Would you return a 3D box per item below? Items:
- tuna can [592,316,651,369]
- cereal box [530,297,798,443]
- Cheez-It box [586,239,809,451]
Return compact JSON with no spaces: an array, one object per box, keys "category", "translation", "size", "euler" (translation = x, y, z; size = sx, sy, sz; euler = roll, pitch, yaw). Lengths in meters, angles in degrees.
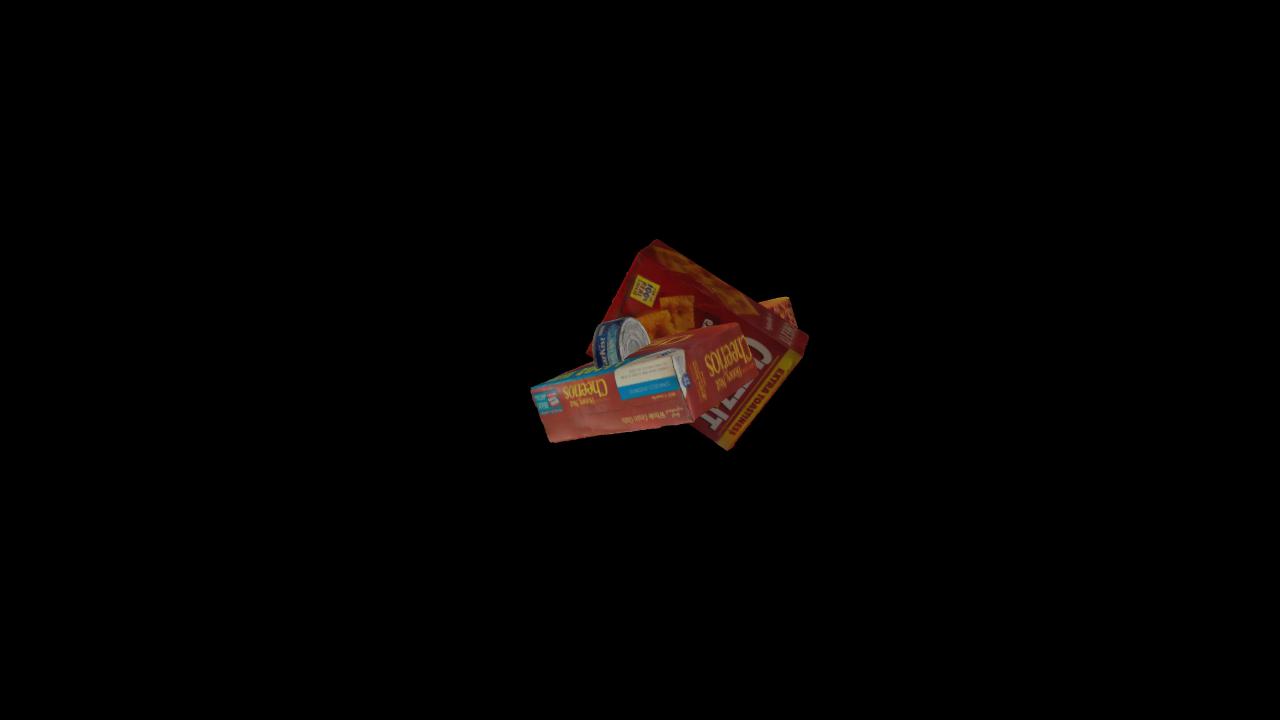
[{"category":"tuna can","translation":[-0.016,-0.004,0.670],"size":[0.034,0.084,0.084],"euler":[-12,-5,26]},{"category":"cereal box","translation":[0.046,0.006,0.750],"size":[0.203,0.081,0.306],"euler":[-14,6,38]},{"category":"Cheez-It box","translation":[0.065,-0.017,0.753],"size":[0.223,0.166,0.071],"euler":[34,34,4]}]
